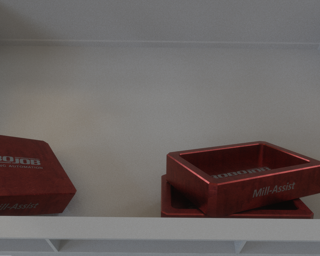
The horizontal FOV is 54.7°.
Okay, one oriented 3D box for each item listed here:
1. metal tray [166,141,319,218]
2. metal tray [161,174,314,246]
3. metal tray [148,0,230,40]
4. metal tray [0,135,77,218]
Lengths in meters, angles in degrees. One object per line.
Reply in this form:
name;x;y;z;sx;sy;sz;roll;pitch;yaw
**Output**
metal tray;0.083;0.044;0.312;0.131;0.030;0.090;-5;14;-23
metal tray;0.066;0.077;0.306;0.131;0.030;0.090;1;13;0
metal tray;0.054;-0.218;0.587;0.131;0.030;0.090;-23;53;-19
metal tray;-0.159;0.044;0.306;0.131;0.030;0.090;15;26;-53
